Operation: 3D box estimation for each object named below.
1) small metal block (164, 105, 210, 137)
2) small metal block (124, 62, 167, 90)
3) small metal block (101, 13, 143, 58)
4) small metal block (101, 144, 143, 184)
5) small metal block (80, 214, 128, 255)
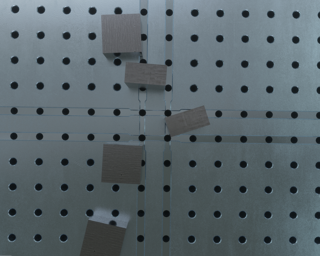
[{"bbox_3d":[0.033,-0.008,0.401,0.050,0.050,0.025,-18,90,0],"label":"small metal block"},{"bbox_3d":[-0.017,-0.066,0.401,0.050,0.050,0.025,5,90,-1],"label":"small metal block"},{"bbox_3d":[-0.050,-0.123,0.413,0.050,0.025,0.050,-2,90,-1],"label":"small metal block"},{"bbox_3d":[-0.049,0.047,0.413,0.050,0.025,0.050,3,90,-1],"label":"small metal block"},{"bbox_3d":[-0.074,0.148,0.413,0.050,0.025,0.050,13,90,-1],"label":"small metal block"}]
